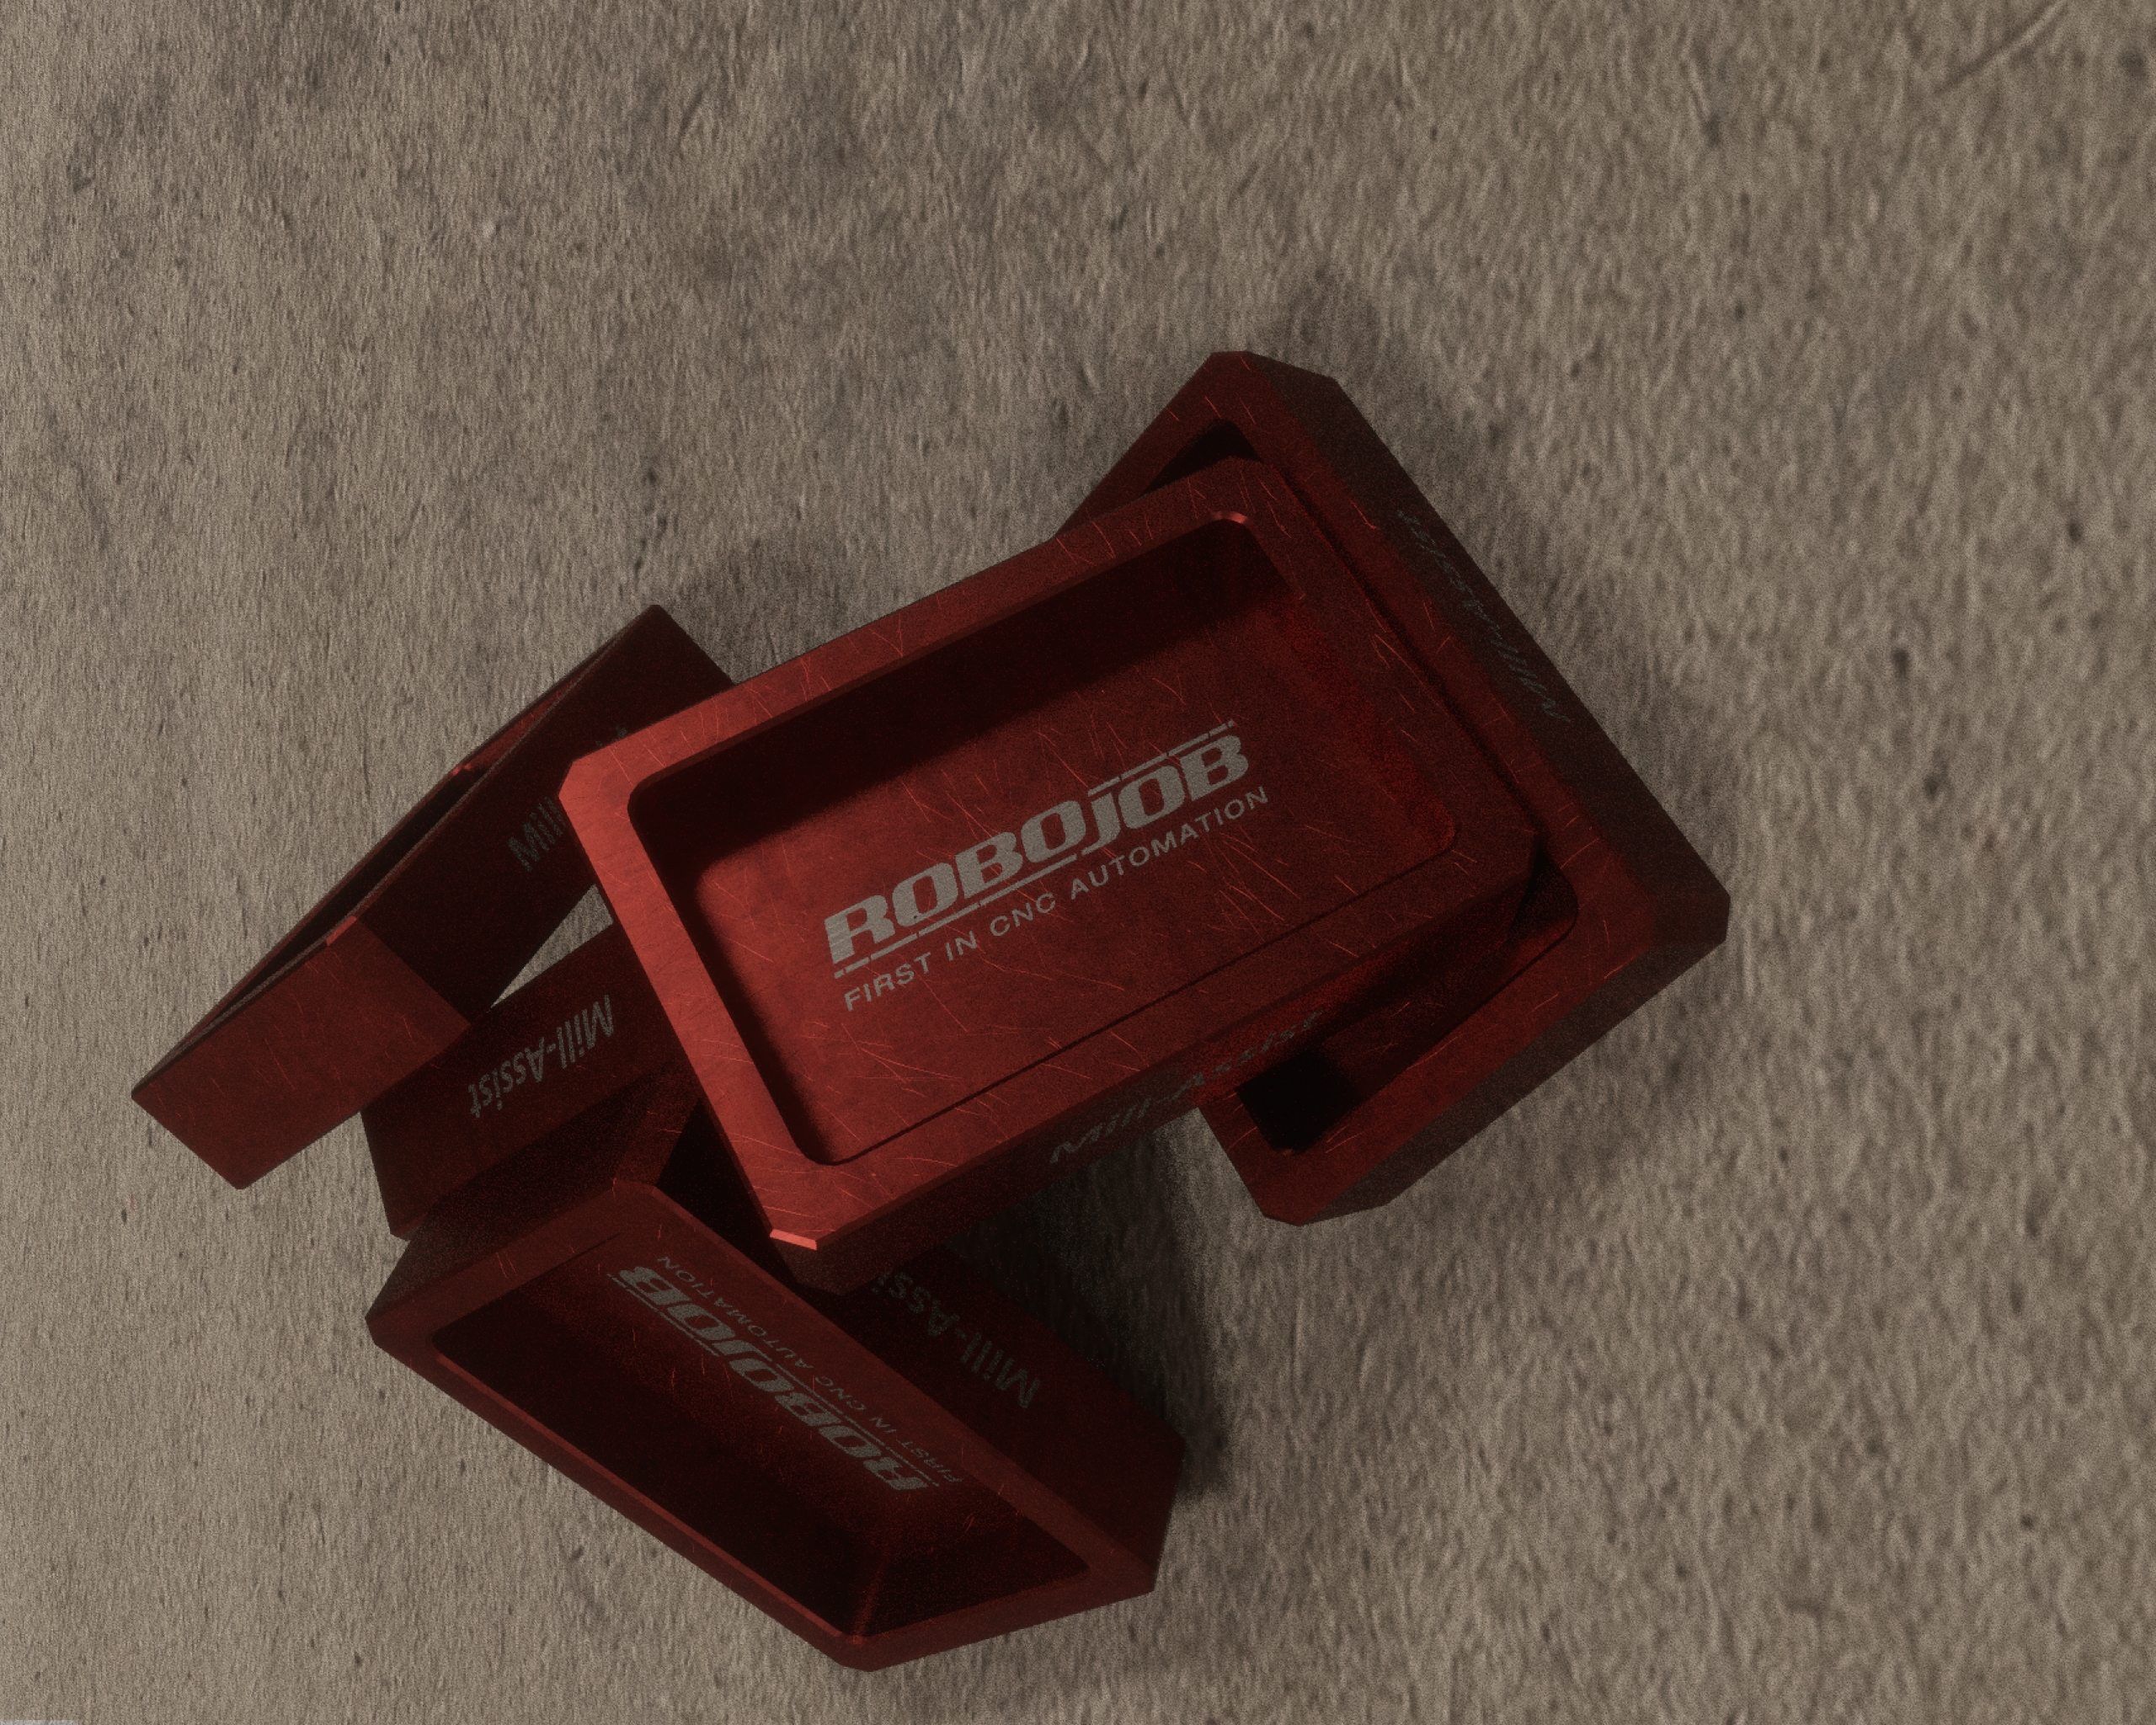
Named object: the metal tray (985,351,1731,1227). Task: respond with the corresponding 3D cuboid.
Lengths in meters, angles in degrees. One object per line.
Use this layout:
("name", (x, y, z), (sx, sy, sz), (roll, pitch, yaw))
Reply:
("metal tray", (0.040, -0.014, 0.369), (0.090, 0.030, 0.130), (-46, 63, 30))

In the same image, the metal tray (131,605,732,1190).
("metal tray", (-0.135, 0.004, 0.453), (0.090, 0.130, 0.030), (-30, 110, 35))

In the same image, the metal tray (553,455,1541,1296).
("metal tray", (-0.005, -0.001, 0.336), (0.131, 0.030, 0.090), (-27, 67, -11))

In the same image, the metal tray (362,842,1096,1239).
("metal tray", (-0.070, 0.036, 0.420), (0.130, 0.091, 0.030), (-31, 71, 35))

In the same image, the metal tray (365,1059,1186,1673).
("metal tray", (-0.055, 0.100, 0.393), (0.090, 0.130, 0.030), (-31, 26, 36))
